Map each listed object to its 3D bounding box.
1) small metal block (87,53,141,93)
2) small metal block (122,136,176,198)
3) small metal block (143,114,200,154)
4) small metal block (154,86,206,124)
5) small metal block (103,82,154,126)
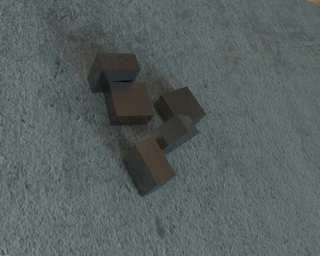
[{"bbox_3d":[-0.060,-0.070,0.398,0.050,0.050,0.025,-7,65,-31],"label":"small metal block"},{"bbox_3d":[-0.014,0.045,0.352,0.025,0.050,0.050,-22,74,-33],"label":"small metal block"},{"bbox_3d":[0.015,0.009,0.377,0.025,0.050,0.050,59,17,13],"label":"small metal block"},{"bbox_3d":[0.028,-0.026,0.434,0.050,0.025,0.050,-23,74,-36],"label":"small metal block"},{"bbox_3d":[-0.041,-0.031,0.401,0.050,0.025,0.050,-2,63,-29],"label":"small metal block"}]
